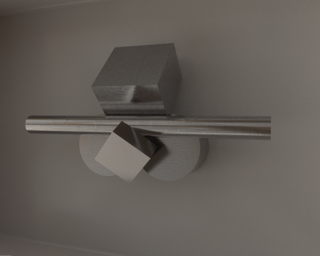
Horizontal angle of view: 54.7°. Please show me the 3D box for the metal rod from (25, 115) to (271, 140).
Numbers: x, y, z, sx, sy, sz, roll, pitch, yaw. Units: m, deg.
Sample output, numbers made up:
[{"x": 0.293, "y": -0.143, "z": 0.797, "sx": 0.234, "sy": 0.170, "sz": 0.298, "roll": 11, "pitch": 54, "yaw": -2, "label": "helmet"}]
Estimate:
[{"x": -0.029, "y": -0.002, "z": 0.365, "sx": 0.301, "sy": 0.025, "sz": 0.025, "roll": 1, "pitch": 90, "yaw": 19, "label": "metal rod"}]

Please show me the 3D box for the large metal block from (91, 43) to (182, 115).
[{"x": -0.025, "y": -0.058, "z": 0.382, "sx": 0.080, "sy": 0.050, "sz": 0.080, "roll": 1, "pitch": 47, "yaw": 19, "label": "large metal block"}]

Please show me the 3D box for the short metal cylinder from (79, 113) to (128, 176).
[{"x": -0.059, "y": 0.021, "z": 0.416, "sx": 0.080, "sy": 0.050, "sz": 0.079, "roll": 0, "pitch": 90, "yaw": 19, "label": "short metal cylinder"}]

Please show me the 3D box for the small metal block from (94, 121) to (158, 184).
[{"x": -0.039, "y": 0.029, "z": 0.357, "sx": 0.050, "sy": 0.025, "sz": 0.050, "roll": 36, "pitch": 124, "yaw": -3, "label": "small metal block"}]

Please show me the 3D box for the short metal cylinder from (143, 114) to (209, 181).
[{"x": 0.016, "y": 0.023, "z": 0.389, "sx": 0.080, "sy": 0.050, "sz": 0.079, "roll": 0, "pitch": 90, "yaw": 19, "label": "short metal cylinder"}]
